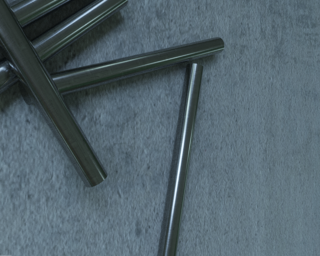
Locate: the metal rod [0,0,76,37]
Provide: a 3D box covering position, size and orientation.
[{"bbox_3d":[-0.133,-0.107,0.293,0.301,0.025,0.025,-46,118,-30],"label":"metal rod"}]

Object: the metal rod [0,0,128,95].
[{"bbox_3d":[-0.136,-0.058,0.291,0.301,0.025,0.025,-48,119,-30],"label":"metal rod"}]

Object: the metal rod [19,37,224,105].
[{"bbox_3d":[-0.020,-0.081,0.389,0.302,0.025,0.025,-23,105,-38],"label":"metal rod"}]

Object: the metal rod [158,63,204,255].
[{"bbox_3d":[0.027,0.057,0.429,0.025,0.025,0.298,15,80,-39],"label":"metal rod"}]

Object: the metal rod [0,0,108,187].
[{"bbox_3d":[-0.125,-0.074,0.266,0.025,0.025,0.299,-39,114,-33],"label":"metal rod"}]
